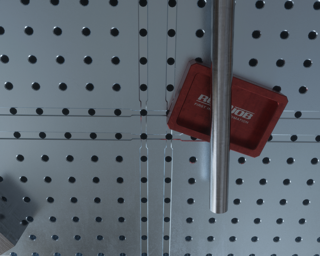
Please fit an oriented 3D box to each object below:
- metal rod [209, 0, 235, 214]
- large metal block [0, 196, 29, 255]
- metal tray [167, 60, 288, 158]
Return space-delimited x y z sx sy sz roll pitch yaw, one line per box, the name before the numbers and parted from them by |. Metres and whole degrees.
metal rod | 0.073 -0.031 0.370 0.025 0.025 0.298 -3 110 1
large metal block | -0.259 0.147 0.452 0.080 0.050 0.080 -34 107 11
metal tray | 0.084 -0.024 0.402 0.131 0.030 0.089 19 109 -7
